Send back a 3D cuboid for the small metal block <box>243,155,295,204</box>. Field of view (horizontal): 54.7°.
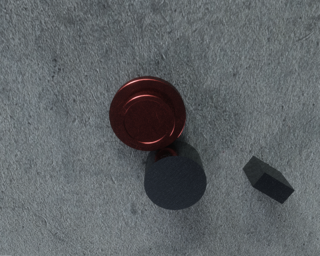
[{"bbox_3d":[0.147,0.070,0.424,0.050,0.050,0.025,31,107,-11],"label":"small metal block"}]

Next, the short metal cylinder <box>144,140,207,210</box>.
[{"bbox_3d":[0.020,0.063,0.420,0.081,0.050,0.079,0,110,-1],"label":"short metal cylinder"}]

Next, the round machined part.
[{"bbox_3d":[-0.016,-0.014,0.395,0.099,0.042,0.097,0,110,-1],"label":"round machined part"}]
